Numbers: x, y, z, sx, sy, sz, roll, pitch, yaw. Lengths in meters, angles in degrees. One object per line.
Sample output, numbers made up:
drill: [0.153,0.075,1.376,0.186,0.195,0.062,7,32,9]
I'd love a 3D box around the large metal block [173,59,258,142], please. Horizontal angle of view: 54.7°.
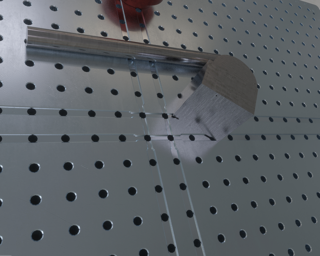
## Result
large metal block: [0.077,-0.036,0.436,0.080,0.080,0.050,29,52,-10]

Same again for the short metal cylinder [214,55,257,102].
short metal cylinder: [0.105,-0.068,0.491,0.081,0.050,0.080,14,56,-21]

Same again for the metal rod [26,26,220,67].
metal rod: [-0.034,-0.114,0.459,0.303,0.025,0.025,0,62,-28]

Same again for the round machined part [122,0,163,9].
round machined part: [-0.038,-0.243,0.525,0.099,0.042,0.098,14,56,-21]
